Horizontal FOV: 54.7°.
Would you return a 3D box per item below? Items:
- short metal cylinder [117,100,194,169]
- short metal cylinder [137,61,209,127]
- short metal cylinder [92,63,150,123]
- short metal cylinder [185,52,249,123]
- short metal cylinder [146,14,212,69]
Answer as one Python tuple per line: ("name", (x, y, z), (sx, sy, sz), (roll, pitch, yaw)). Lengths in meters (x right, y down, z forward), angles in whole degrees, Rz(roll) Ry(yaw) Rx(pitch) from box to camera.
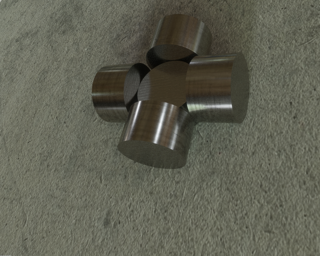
("short metal cylinder", (-0.004, 0.010, 0.364), (0.080, 0.080, 0.050), (0, 62, 28))
("short metal cylinder", (0.018, -0.040, 0.404), (0.080, 0.050, 0.080), (-13, 56, 20))
("short metal cylinder", (-0.046, -0.047, 0.422), (0.050, 0.080, 0.080), (2, 63, 29))
("short metal cylinder", (0.069, -0.046, 0.361), (0.050, 0.080, 0.080), (2, 63, 29))
("short metal cylinder", (0.026, -0.105, 0.419), (0.080, 0.080, 0.050), (2, 63, 28))
